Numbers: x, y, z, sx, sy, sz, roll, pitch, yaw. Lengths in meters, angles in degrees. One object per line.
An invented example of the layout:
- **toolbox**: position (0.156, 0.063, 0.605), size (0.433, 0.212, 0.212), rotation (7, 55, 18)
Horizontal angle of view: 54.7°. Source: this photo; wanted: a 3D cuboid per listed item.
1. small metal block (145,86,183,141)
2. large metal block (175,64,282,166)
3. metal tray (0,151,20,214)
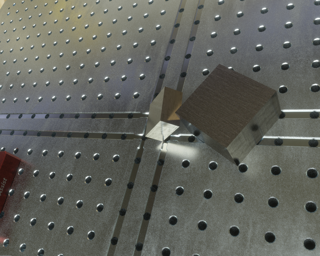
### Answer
- **small metal block**: position (0.005, -0.017, 0.399), size (0.050, 0.025, 0.050), rotation (135, 147, -56)
- **large metal block**: position (0.080, -0.017, 0.361), size (0.080, 0.050, 0.080), rotation (-48, 51, -6)
- **metal tray**: position (-0.285, 0.103, 0.491), size (0.090, 0.030, 0.130), rotation (-5, 59, 25)
